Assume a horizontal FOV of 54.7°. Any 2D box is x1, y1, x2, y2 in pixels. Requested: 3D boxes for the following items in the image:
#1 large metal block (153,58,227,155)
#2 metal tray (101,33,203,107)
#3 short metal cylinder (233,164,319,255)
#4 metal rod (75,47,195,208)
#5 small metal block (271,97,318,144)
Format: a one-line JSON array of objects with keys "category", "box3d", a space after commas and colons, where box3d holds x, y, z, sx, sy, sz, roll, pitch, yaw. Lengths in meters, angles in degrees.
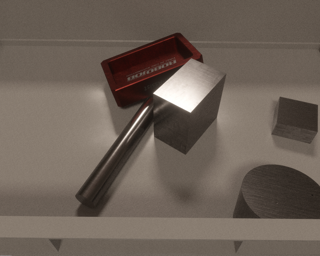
[{"category": "large metal block", "box3d": [0.036, -0.027, 0.393, 0.050, 0.080, 0.080, 29, 56, 22]}, {"category": "metal tray", "box3d": [-0.013, -0.087, 0.449, 0.131, 0.030, 0.090, -22, 42, -5]}, {"category": "short metal cylinder", "box3d": [0.118, 0.083, 0.311, 0.081, 0.050, 0.080, 1, 39, -1]}, {"category": "metal rod", "box3d": [-0.016, -0.023, 0.424, 0.025, 0.025, 0.301, 21, 53, 16]}, {"category": "small metal block", "box3d": [0.182, -0.011, 0.417, 0.050, 0.025, 0.050, 14, 51, 11]}]
